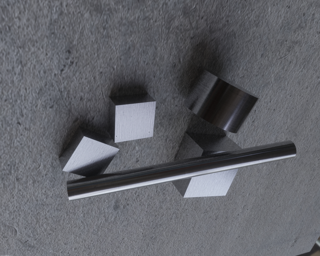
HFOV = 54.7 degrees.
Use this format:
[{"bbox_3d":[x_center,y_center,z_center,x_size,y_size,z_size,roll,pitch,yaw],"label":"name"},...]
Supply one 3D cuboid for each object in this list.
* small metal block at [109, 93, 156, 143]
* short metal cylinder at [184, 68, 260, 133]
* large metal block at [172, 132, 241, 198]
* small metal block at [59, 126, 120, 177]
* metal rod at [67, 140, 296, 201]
[{"bbox_3d":[-0.035,-0.013,0.381,0.050,0.025,0.050,-8,122,-25],"label":"small metal block"},{"bbox_3d":[0.078,-0.035,0.394,0.081,0.080,0.050,17,110,-35],"label":"short metal cylinder"},{"bbox_3d":[0.069,0.055,0.465,0.081,0.050,0.079,5,116,-31],"label":"large metal block"},{"bbox_3d":[-0.087,0.032,0.380,0.050,0.025,0.050,25,105,-37],"label":"small metal block"},{"bbox_3d":[0.037,0.052,0.401,0.302,0.025,0.025,-9,123,-12],"label":"metal rod"}]
